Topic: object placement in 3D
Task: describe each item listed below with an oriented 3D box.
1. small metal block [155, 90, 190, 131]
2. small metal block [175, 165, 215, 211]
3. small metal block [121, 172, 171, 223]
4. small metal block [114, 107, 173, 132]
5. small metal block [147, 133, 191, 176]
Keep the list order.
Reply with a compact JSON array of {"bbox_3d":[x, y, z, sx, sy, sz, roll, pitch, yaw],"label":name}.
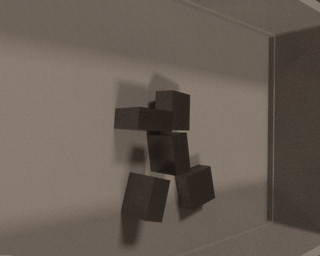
[{"bbox_3d":[0.018,-0.022,0.414,0.050,0.025,0.050,3,88,-59],"label":"small metal block"},{"bbox_3d":[0.052,0.086,0.453,0.050,0.025,0.050,-16,101,-39],"label":"small metal block"},{"bbox_3d":[-0.018,0.083,0.377,0.025,0.050,0.050,20,77,-39],"label":"small metal block"},{"bbox_3d":[-0.020,-0.010,0.375,0.050,0.050,0.025,6,87,-40],"label":"small metal block"},{"bbox_3d":[0.011,0.032,0.401,0.025,0.050,0.050,-11,97,-40],"label":"small metal block"}]
